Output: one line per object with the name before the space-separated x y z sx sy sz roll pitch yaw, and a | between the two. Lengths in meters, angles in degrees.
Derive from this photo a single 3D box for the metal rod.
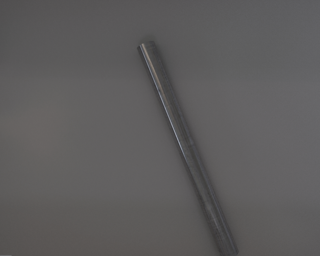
metal rod | 0.037 0.029 0.411 0.025 0.025 0.299 -22 90 0
